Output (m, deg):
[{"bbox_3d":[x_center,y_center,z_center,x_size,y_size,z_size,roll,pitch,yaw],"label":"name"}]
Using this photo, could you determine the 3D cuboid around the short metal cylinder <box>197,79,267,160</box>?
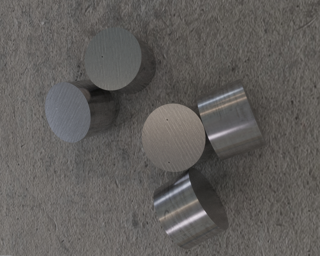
[{"bbox_3d":[0.082,-0.009,0.351,0.050,0.080,0.080,-22,83,18],"label":"short metal cylinder"}]

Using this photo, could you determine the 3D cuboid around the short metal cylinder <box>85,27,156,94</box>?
[{"bbox_3d":[-0.052,-0.087,0.414,0.080,0.050,0.080,0,90,20],"label":"short metal cylinder"}]

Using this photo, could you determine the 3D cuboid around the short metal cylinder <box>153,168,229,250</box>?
[{"bbox_3d":[0.037,0.094,0.367,0.050,0.080,0.080,-35,79,17],"label":"short metal cylinder"}]

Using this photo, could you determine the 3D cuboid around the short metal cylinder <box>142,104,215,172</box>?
[{"bbox_3d":[0.025,0.011,0.383,0.080,0.050,0.079,0,91,25],"label":"short metal cylinder"}]

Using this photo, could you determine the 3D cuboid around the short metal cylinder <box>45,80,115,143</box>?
[{"bbox_3d":[-0.109,-0.025,0.424,0.080,0.050,0.079,7,105,28],"label":"short metal cylinder"}]
